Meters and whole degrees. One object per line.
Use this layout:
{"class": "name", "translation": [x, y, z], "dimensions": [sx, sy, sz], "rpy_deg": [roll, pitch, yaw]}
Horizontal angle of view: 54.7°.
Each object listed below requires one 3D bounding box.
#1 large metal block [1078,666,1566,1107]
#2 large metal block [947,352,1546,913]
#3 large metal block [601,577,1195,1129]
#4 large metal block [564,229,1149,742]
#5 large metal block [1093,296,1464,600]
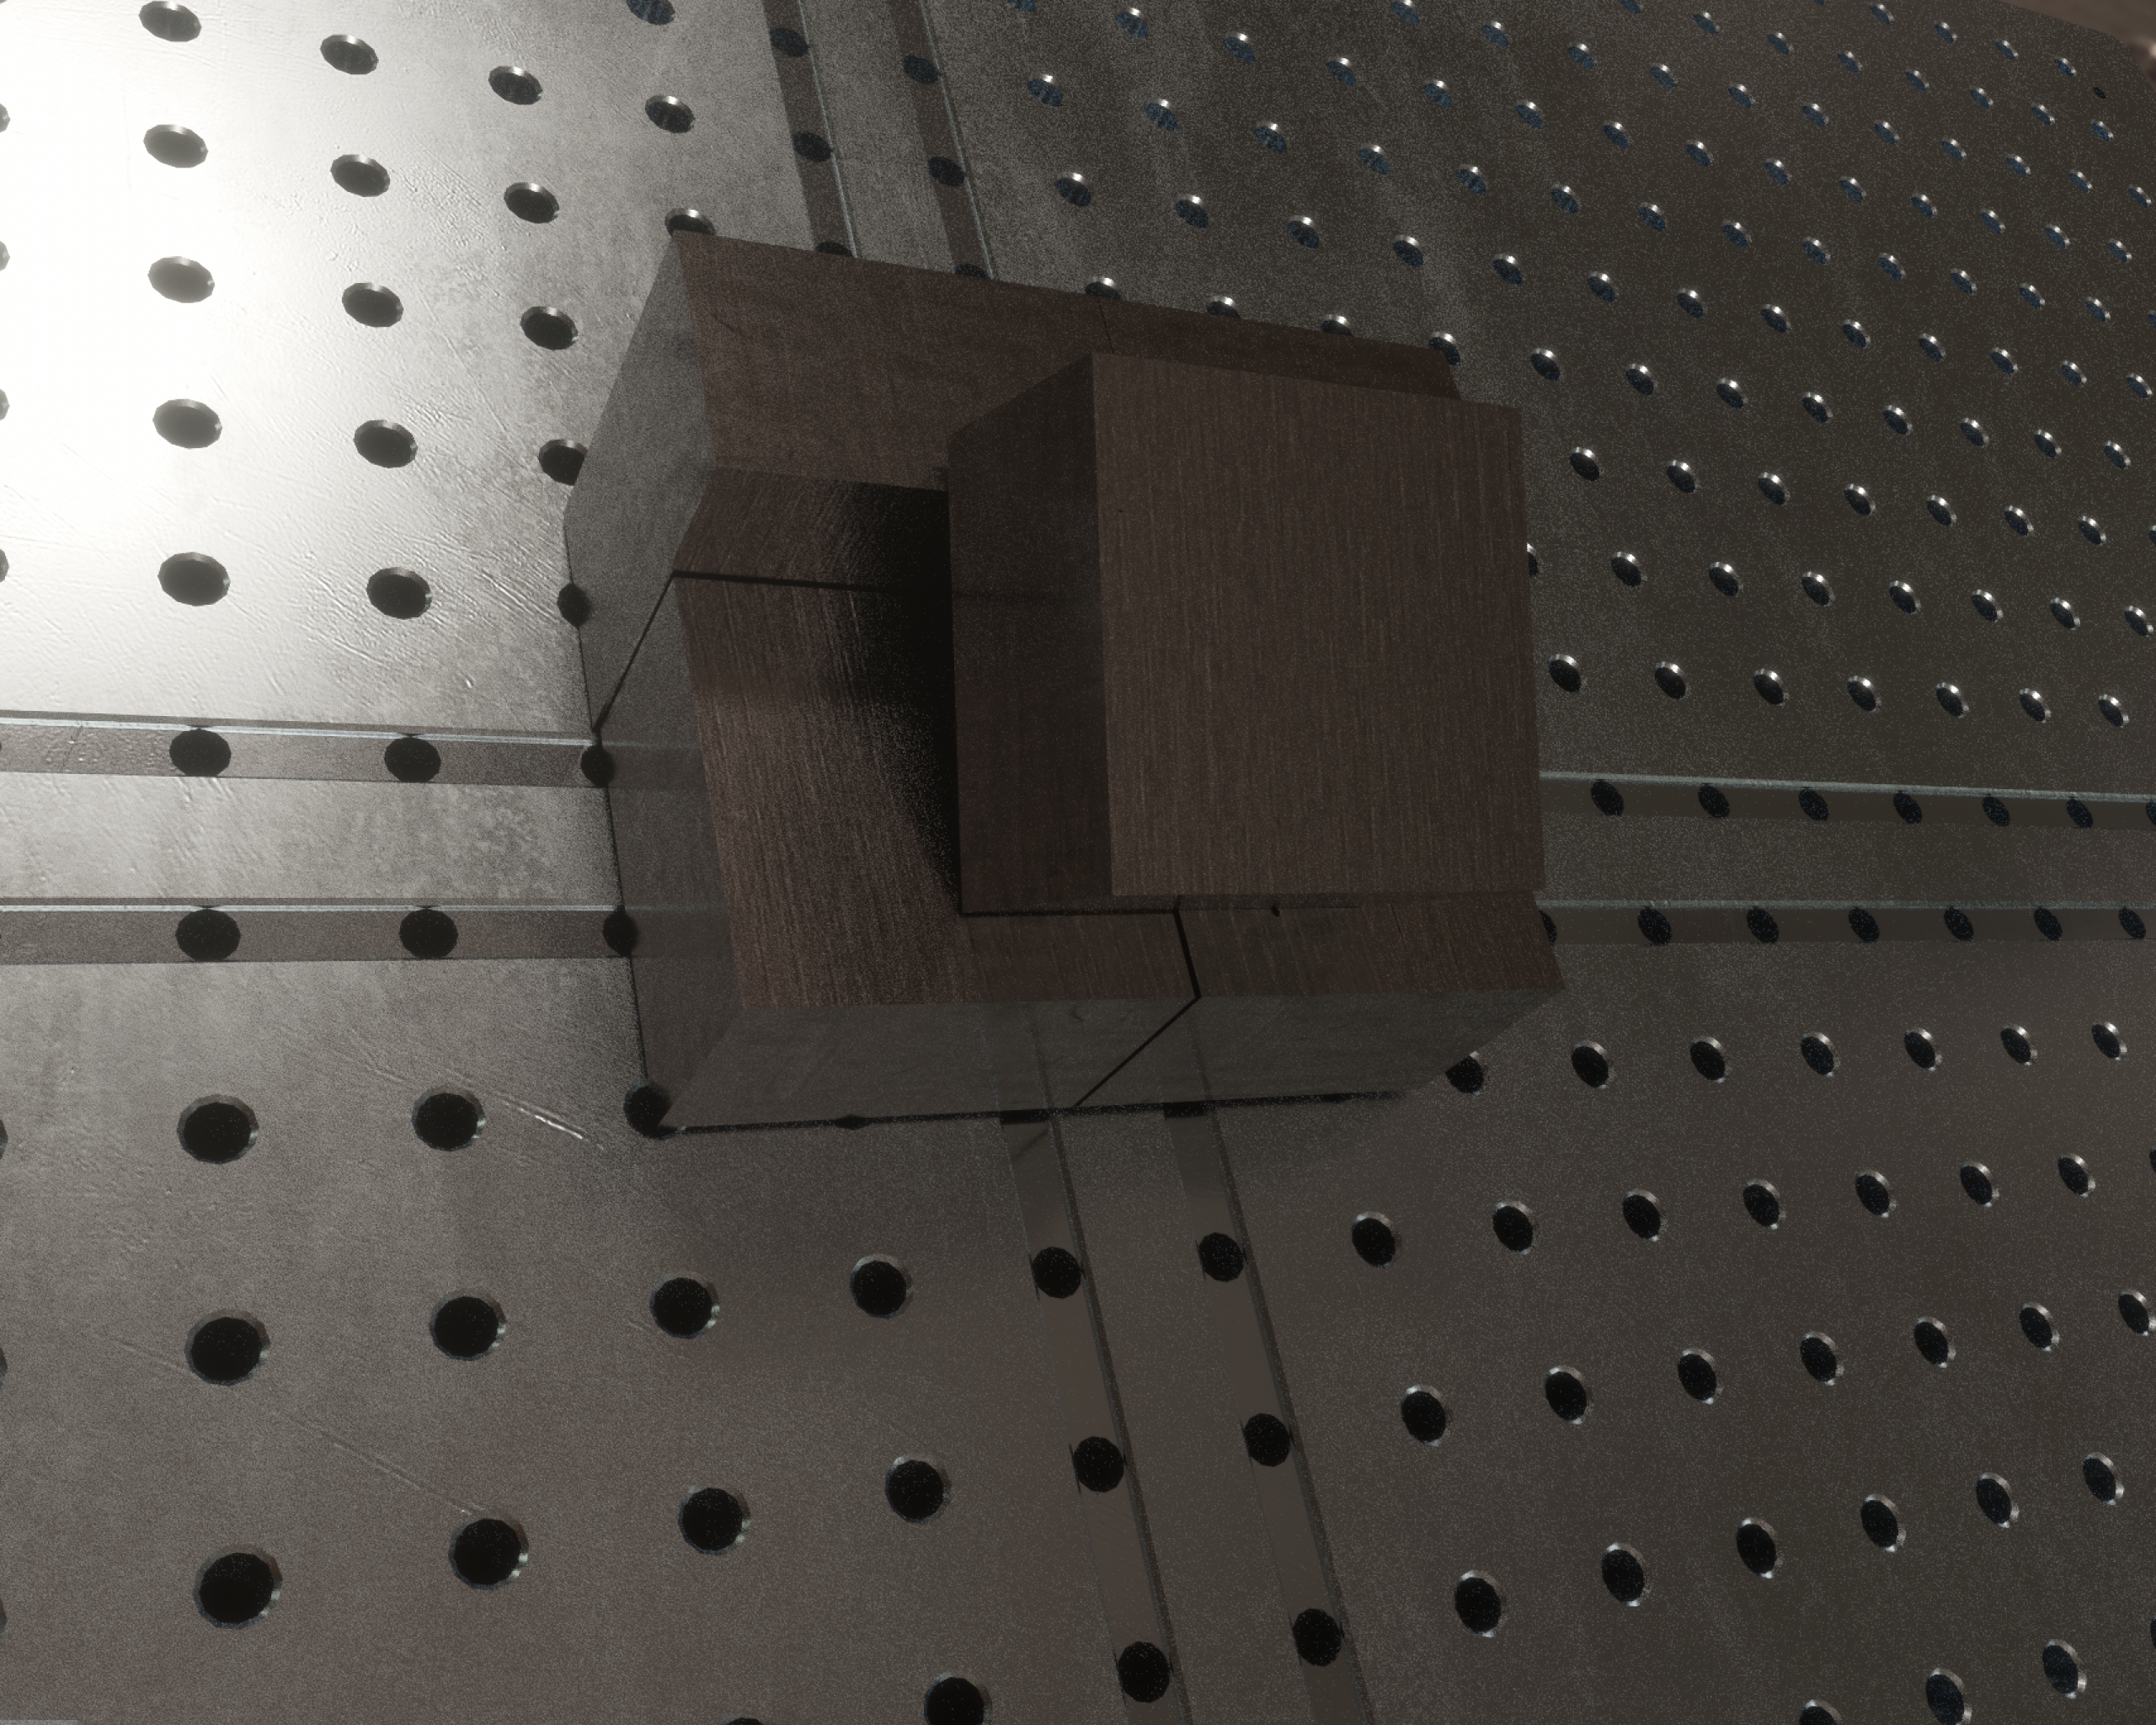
{"class": "large metal block", "translation": [0.038, 0.000, 0.411], "dimensions": [0.081, 0.050, 0.080], "rpy_deg": [1, 62, -28]}
{"class": "large metal block", "translation": [0.027, -0.033, 0.343], "dimensions": [0.081, 0.050, 0.080], "rpy_deg": [0, 86, -29]}
{"class": "large metal block", "translation": [-0.035, -0.001, 0.373], "dimensions": [0.081, 0.050, 0.080], "rpy_deg": [1, 62, -28]}
{"class": "large metal block", "translation": [-0.044, -0.065, 0.389], "dimensions": [0.081, 0.080, 0.050], "rpy_deg": [1, 62, -28]}
{"class": "large metal block", "translation": [0.028, -0.064, 0.427], "dimensions": [0.081, 0.080, 0.050], "rpy_deg": [1, 62, -28]}
